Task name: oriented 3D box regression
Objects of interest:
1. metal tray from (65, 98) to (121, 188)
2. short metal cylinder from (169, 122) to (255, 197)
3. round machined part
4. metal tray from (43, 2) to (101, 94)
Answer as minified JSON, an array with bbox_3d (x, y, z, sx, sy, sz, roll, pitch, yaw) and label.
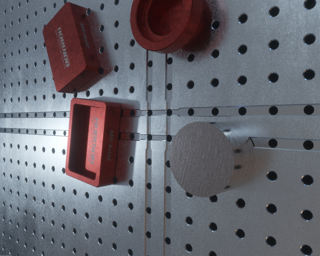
[{"bbox_3d":[-0.109,0.020,0.496,0.090,0.030,0.129,11,97,39],"label":"metal tray"},{"bbox_3d":[0.058,0.033,0.346,0.080,0.050,0.079,0,90,40],"label":"short metal cylinder"},{"bbox_3d":[0.012,-0.142,0.388,0.098,0.042,0.097,0,90,40],"label":"round machined part"},{"bbox_3d":[-0.155,-0.136,0.535,0.090,0.030,0.129,-28,73,36],"label":"metal tray"}]
